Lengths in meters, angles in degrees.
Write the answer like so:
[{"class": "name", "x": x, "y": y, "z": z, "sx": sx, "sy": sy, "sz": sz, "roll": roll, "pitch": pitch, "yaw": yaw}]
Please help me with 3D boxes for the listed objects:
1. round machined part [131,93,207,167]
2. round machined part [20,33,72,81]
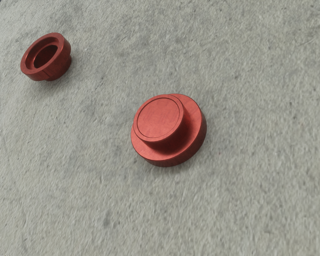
[{"class": "round machined part", "x": 0.006, "y": -0.004, "z": 0.391, "sx": 0.098, "sy": 0.042, "sz": 0.098, "roll": -13, "pitch": 56, "yaw": 20}, {"class": "round machined part", "x": -0.205, "y": -0.126, "z": 0.575, "sx": 0.098, "sy": 0.042, "sz": 0.098, "roll": -13, "pitch": 56, "yaw": 20}]
